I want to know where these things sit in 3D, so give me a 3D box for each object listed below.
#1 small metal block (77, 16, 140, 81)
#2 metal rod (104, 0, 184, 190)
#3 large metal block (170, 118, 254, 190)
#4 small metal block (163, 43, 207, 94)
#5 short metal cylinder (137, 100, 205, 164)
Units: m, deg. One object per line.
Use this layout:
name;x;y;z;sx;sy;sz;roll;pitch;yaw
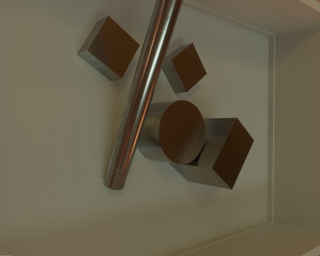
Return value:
small metal block;-0.059;-0.091;0.359;0.050;0.025;0.050;38;67;-34
metal rod;-0.009;-0.067;0.318;0.025;0.025;0.298;2;115;-40
large metal block;0.071;0.033;0.433;0.050;0.080;0.080;47;62;-31
small metal block;0.033;-0.084;0.437;0.050;0.025;0.050;-44;117;-31
short metal cylinder;0.013;0.005;0.403;0.081;0.050;0.079;0;90;-40
